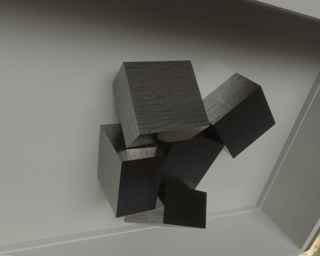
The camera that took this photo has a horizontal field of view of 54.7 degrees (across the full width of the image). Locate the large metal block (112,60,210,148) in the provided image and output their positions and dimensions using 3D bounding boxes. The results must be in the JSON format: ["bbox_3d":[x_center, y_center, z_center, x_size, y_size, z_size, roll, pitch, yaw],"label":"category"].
[{"bbox_3d":[-0.001,-0.027,0.348,0.081,0.080,0.050,-7,163,-24],"label":"large metal block"}]

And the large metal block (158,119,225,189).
[{"bbox_3d":[0.028,0.033,0.430,0.080,0.050,0.080,21,107,-36],"label":"large metal block"}]

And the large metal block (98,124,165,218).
[{"bbox_3d":[-0.040,0.048,0.381,0.050,0.080,0.079,-6,121,-26],"label":"large metal block"}]

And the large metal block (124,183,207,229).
[{"bbox_3d":[0.008,0.112,0.439,0.080,0.080,0.050,21,65,-38],"label":"large metal block"}]

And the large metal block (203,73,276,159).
[{"bbox_3d":[0.107,-0.017,0.441,0.080,0.050,0.080,-40,130,-2],"label":"large metal block"}]
